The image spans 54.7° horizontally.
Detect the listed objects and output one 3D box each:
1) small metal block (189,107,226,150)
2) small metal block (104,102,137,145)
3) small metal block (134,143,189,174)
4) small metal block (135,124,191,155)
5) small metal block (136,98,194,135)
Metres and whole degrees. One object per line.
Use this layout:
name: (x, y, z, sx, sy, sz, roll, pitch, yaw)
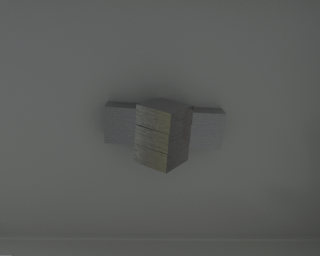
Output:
small metal block: (0.057, 0.000, 0.411, 0.050, 0.025, 0.050, 3, 110, -2)
small metal block: (-0.046, -0.006, 0.407, 0.050, 0.025, 0.050, 4, 110, -2)
small metal block: (0.002, 0.031, 0.397, 0.050, 0.050, 0.025, 16, 113, 33)
small metal block: (0.004, 0.007, 0.388, 0.050, 0.050, 0.025, 16, 113, 33)
small metal block: (0.006, -0.016, 0.379, 0.050, 0.050, 0.025, 17, 113, 32)
